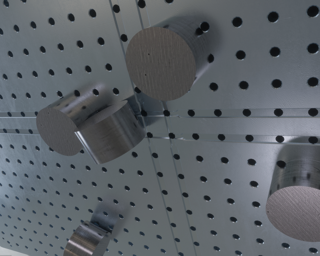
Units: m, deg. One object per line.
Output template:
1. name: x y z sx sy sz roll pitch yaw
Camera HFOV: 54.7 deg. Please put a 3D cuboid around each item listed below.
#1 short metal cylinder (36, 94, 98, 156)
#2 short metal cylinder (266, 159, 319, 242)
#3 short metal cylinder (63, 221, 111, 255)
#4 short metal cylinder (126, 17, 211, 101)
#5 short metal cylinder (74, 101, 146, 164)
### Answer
1. short metal cylinder: -0.135 -0.005 0.463 0.080 0.050 0.079 13 124 21
2. short metal cylinder: 0.168 0.083 0.358 0.080 0.050 0.079 13 124 21
3. short metal cylinder: -0.136 0.224 0.586 0.050 0.080 0.079 23 127 14
4. short metal cylinder: 0.010 -0.077 0.342 0.080 0.050 0.079 13 124 21
5. short metal cylinder: -0.066 0.005 0.413 0.080 0.080 0.050 -18 109 35
